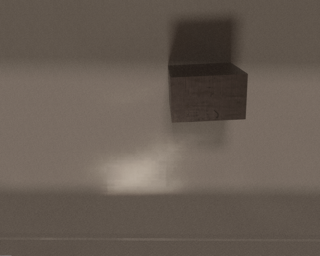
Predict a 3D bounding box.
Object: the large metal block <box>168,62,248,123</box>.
[{"bbox_3d":[0.052,-0.045,0.366,0.081,0.080,0.050,-3,110,0],"label":"large metal block"}]
